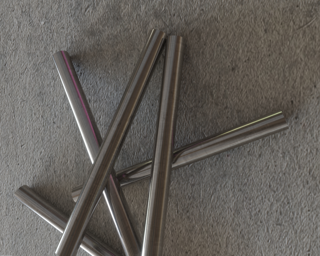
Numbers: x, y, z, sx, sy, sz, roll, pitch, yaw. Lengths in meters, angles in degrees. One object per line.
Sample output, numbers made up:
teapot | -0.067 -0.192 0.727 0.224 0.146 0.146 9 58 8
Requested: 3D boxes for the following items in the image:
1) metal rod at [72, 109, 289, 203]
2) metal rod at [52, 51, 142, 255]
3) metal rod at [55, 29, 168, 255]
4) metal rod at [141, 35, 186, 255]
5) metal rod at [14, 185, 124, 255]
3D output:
metal rod | 0.012 0.044 0.404 0.300 0.025 0.025 -22 83 18
metal rod | -0.089 0.023 0.420 0.025 0.025 0.299 -30 73 17
metal rod | -0.057 0.013 0.389 0.025 0.025 0.299 19 81 19
metal rod | 0.004 0.032 0.381 0.025 0.025 0.299 4 81 20
metal rod | -0.092 0.170 0.441 0.301 0.025 0.025 29 100 17
